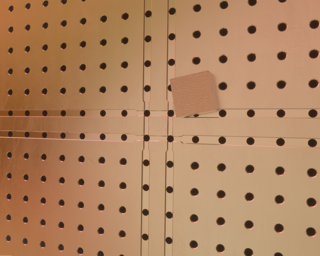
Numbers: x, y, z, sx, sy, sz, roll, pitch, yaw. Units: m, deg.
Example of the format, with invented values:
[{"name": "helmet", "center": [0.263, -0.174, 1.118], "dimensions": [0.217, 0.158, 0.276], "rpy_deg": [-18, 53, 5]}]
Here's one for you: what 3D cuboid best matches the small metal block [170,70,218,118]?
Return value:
[{"name": "small metal block", "center": [0.044, -0.042, 0.397], "dimensions": [0.050, 0.025, 0.050], "rpy_deg": [-10, 87, 19]}]
